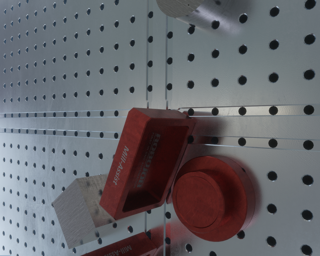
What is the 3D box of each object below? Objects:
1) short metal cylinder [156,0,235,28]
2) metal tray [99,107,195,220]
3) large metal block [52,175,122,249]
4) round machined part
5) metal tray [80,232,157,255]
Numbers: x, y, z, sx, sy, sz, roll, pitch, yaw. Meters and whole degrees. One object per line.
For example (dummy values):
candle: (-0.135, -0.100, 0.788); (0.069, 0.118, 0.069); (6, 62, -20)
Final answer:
short metal cylinder: (0.041, -0.162, 0.359); (0.080, 0.050, 0.079); (0, 90, 40)
metal tray: (-0.014, 0.042, 0.378); (0.030, 0.091, 0.129); (31, 109, 36)
large metal block: (-0.117, 0.131, 0.490); (0.080, 0.050, 0.080); (-43, 64, 31)
round machined part: (0.053, 0.081, 0.355); (0.098, 0.042, 0.097); (0, 90, 40)
metal tray: (-0.073, 0.192, 0.401); (0.030, 0.131, 0.089); (42, 116, 32)
